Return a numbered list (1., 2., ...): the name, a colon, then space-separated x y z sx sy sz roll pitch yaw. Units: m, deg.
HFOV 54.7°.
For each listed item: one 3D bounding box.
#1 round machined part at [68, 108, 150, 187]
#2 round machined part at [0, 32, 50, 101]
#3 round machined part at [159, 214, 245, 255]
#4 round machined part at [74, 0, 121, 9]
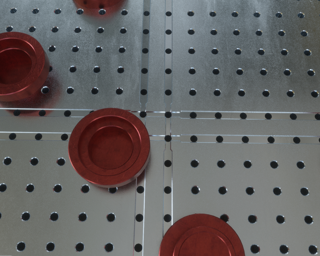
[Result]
1. round machined part: -0.061 0.027 0.392 0.099 0.042 0.098 0 70 0
2. round machined part: -0.203 -0.081 0.430 0.099 0.042 0.098 0 70 -1
3. round machined part: 0.048 0.147 0.350 0.099 0.042 0.098 0 70 -1
4. round machined part: -0.101 -0.242 0.490 0.099 0.042 0.098 0 70 -1
